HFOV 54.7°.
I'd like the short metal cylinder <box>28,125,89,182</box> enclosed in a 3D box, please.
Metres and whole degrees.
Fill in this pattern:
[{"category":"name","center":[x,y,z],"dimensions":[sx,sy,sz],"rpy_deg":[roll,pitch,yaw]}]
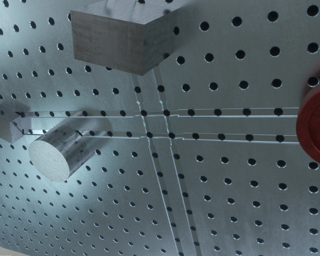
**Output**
[{"category":"short metal cylinder","center":[-0.166,0.042,0.508],"dimensions":[0.080,0.050,0.079],"rpy_deg":[13,124,21]}]

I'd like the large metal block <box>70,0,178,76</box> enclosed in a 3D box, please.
[{"category":"large metal block","center":[-0.035,-0.101,0.332],"dimensions":[0.080,0.080,0.050],"rpy_deg":[17,125,18]}]

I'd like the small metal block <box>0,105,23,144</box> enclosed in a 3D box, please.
[{"category":"small metal block","center":[-0.276,-0.007,0.552],"dimensions":[0.050,0.025,0.050],"rpy_deg":[25,127,12]}]

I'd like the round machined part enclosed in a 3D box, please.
[{"category":"round machined part","center":[0.186,-0.008,0.297],"dimensions":[0.098,0.042,0.097],"rpy_deg":[13,124,21]}]
